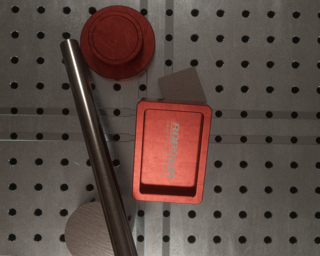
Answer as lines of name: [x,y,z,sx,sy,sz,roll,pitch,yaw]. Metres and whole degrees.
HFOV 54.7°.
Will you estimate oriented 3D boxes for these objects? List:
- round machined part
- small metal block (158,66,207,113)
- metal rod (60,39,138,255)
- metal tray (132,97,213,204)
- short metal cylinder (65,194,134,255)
round machined part: [-0.055,-0.112,0.404,0.099,0.042,0.097,0,90,-1]
small metal block: [0.029,-0.049,0.414,0.050,0.025,0.050,-19,90,-1]
metal rod: [-0.076,0.027,0.378,0.025,0.025,0.299,-18,77,0]
metal tray: [0.013,0.030,0.396,0.091,0.030,0.129,4,103,-1]
short metal cylinder: [-0.075,0.129,0.400,0.081,0.050,0.079,0,90,-1]
